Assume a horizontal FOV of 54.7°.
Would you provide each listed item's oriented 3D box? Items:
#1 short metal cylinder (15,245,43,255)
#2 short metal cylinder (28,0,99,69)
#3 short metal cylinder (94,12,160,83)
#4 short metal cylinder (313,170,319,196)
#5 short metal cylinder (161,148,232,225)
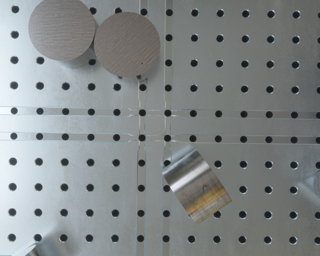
[{"bbox_3d":[-0.178,0.192,0.384,0.080,0.080,0.050,-32,90,0],"label":"short metal cylinder"},{"bbox_3d":[-0.119,-0.121,0.399,0.081,0.050,0.079,0,90,-1],"label":"short metal cylinder"},{"bbox_3d":[-0.040,-0.101,0.400,0.081,0.050,0.079,0,90,-1],"label":"short metal cylinder"},{"bbox_3d":[0.244,0.069,0.389,0.050,0.080,0.080,41,90,-1],"label":"short metal cylinder"},{"bbox_3d":[0.045,0.071,0.387,0.050,0.080,0.080,-35,90,0],"label":"short metal cylinder"}]
